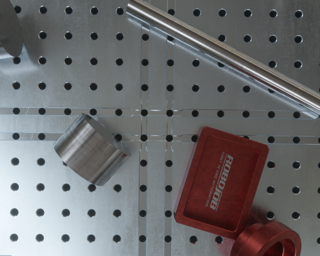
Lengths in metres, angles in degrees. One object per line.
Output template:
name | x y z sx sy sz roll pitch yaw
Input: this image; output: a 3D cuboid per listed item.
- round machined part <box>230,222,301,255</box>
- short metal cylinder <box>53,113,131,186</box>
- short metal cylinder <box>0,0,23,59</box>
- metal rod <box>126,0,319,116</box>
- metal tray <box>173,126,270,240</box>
round machined part | 0.128 0.161 0.391 0.099 0.042 0.097 -12 113 -28
short metal cylinder | -0.083 0.026 0.385 0.080 0.080 0.050 42 90 0
short metal cylinder | -0.214 -0.125 0.384 0.050 0.080 0.080 -8 90 0
metal rod | 0.094 -0.094 0.413 0.301 0.025 0.025 28 90 0
metal tray | 0.079 0.071 0.411 0.090 0.030 0.129 17 90 0
